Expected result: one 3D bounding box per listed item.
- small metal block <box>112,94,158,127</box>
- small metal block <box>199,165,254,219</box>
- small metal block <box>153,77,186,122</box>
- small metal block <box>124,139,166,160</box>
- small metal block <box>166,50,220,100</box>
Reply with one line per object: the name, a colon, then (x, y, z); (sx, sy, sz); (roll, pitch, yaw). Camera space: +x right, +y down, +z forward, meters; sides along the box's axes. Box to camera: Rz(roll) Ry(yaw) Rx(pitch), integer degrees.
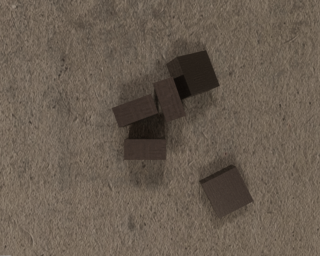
small metal block: (-0.030, -0.021, 0.397); (0.050, 0.050, 0.025); (-20, 90, 0)
small metal block: (0.087, 0.083, 0.411); (0.050, 0.025, 0.050); (-27, 90, -1)
small metal block: (0.012, -0.035, 0.397); (0.025, 0.050, 0.050); (-19, 90, 1)
small metal block: (-0.018, 0.026, 0.397); (0.050, 0.050, 0.025); (0, 90, -1)
small metal block: (0.043, -0.068, 0.399); (0.050, 0.025, 0.050); (-21, 90, -33)
